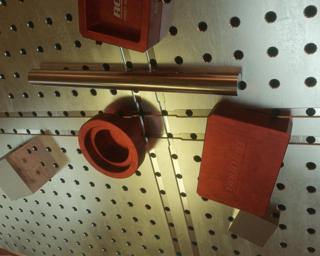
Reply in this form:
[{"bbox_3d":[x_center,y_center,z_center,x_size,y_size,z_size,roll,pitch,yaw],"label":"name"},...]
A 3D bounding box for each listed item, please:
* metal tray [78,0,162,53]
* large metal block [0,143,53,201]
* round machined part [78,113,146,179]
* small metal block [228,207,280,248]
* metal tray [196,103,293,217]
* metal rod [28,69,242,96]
[{"bbox_3d":[-0.043,-0.156,0.332,0.090,0.030,0.129,18,126,17],"label":"metal tray"},{"bbox_3d":[-0.266,0.085,0.584,0.080,0.050,0.080,-21,107,35],"label":"large metal block"},{"bbox_3d":[-0.064,0.021,0.445,0.098,0.042,0.097,13,124,20],"label":"round machined part"},{"bbox_3d":[0.128,0.128,0.423,0.050,0.025,0.050,24,127,13],"label":"small metal block"},{"bbox_3d":[0.099,0.041,0.381,0.090,0.030,0.129,16,125,19],"label":"metal tray"},{"bbox_3d":[-0.050,-0.061,0.398,0.301,0.025,0.025,6,121,24],"label":"metal rod"}]
